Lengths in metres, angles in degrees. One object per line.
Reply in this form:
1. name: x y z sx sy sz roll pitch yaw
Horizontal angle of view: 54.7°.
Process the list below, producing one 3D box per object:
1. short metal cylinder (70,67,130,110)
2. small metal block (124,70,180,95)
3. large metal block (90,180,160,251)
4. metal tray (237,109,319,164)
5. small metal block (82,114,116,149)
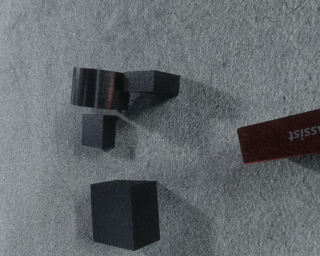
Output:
1. short metal cylinder: -0.083 -0.055 0.437 0.080 0.081 0.050 11 97 39
2. small metal block: -0.010 -0.057 0.397 0.050 0.050 0.025 6 94 40
3. large metal block: -0.049 0.116 0.429 0.080 0.050 0.080 -6 86 40
4. metal tray: 0.141 0.001 0.246 0.130 0.091 0.030 -16 80 39
5. small metal block: -0.096 0.004 0.484 0.050 0.025 0.050 5 93 40
